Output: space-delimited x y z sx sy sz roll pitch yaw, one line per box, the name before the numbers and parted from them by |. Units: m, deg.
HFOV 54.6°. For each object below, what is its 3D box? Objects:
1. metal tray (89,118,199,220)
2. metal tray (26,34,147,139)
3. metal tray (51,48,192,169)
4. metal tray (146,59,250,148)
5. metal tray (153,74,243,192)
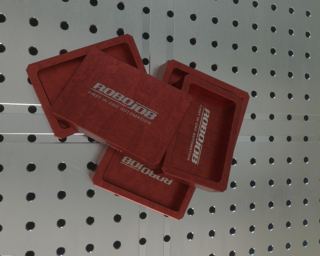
metal tray | -0.013 0.054 0.405 0.131 0.030 0.090 28 81 -18
metal tray | -0.081 -0.052 0.380 0.131 0.030 0.090 -24 98 -18
metal tray | -0.041 -0.023 0.351 0.130 0.030 0.090 27 72 4
metal tray | 0.052 -0.027 0.428 0.131 0.030 0.090 20 83 -18
metal tray | 0.051 0.008 0.395 0.090 0.030 0.130 21 71 -19
